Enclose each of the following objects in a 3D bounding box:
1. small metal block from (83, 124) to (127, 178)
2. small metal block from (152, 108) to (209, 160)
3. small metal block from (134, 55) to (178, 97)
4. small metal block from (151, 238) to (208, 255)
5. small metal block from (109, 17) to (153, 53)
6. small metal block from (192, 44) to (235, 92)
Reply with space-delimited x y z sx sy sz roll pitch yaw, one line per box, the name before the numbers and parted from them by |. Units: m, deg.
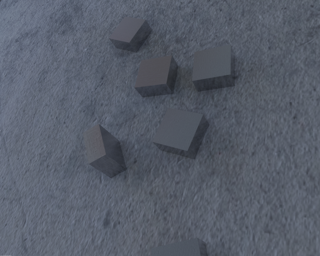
small metal block | -0.072 0.031 0.405 0.025 0.050 0.050 -29 52 10
small metal block | 0.026 0.006 0.385 0.050 0.025 0.050 13 68 33
small metal block | -0.004 -0.075 0.451 0.050 0.025 0.050 -3 60 26
small metal block | 0.022 0.141 0.305 0.050 0.025 0.050 -19 54 16
small metal block | -0.050 -0.159 0.526 0.050 0.025 0.050 22 74 36
small metal block | 0.073 -0.080 0.414 0.050 0.025 0.050 -6 59 24
